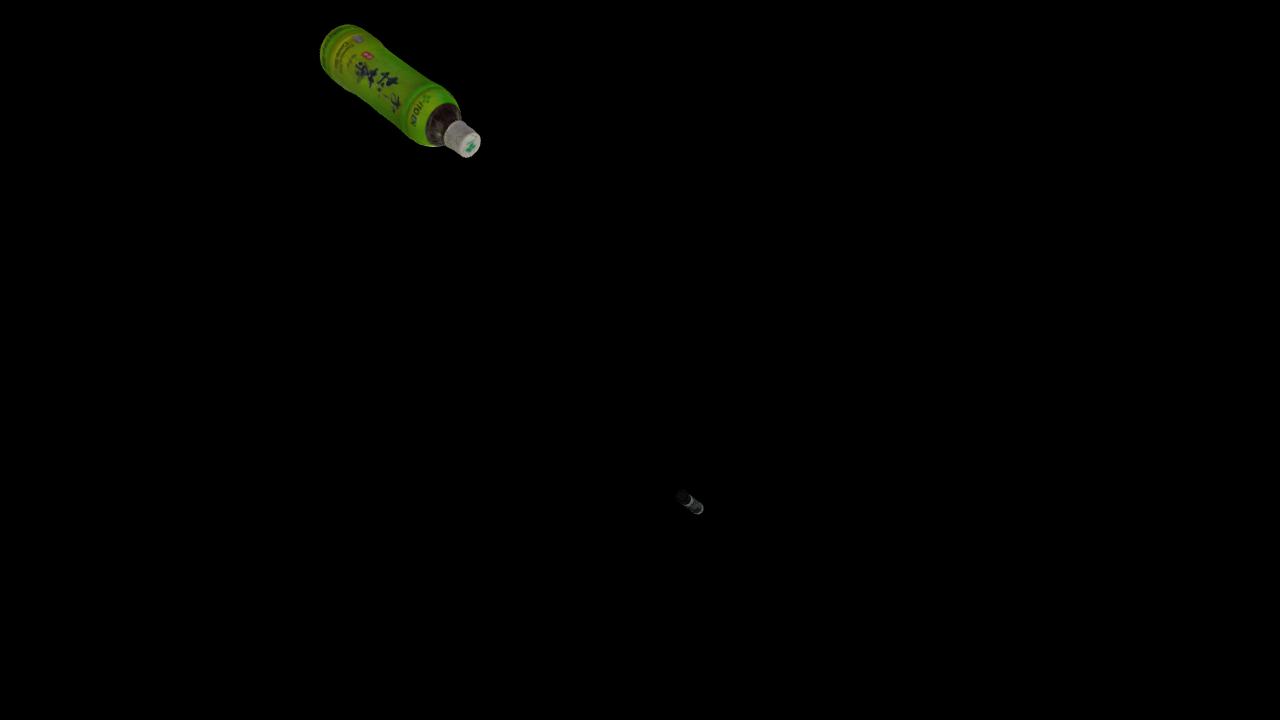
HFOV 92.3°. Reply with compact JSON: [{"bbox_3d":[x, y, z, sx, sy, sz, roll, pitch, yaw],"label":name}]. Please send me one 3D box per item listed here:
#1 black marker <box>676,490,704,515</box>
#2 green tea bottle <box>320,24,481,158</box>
[{"bbox_3d":[0.074,0.211,0.909,0.020,0.020,0.121,0,-21,17],"label":"black marker"},{"bbox_3d":[-0.263,-0.296,0.691,0.212,0.073,0.073,36,10,14],"label":"green tea bottle"}]
